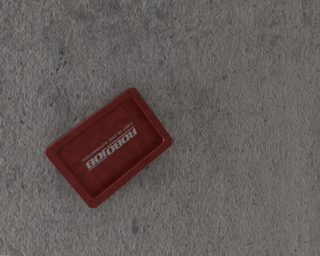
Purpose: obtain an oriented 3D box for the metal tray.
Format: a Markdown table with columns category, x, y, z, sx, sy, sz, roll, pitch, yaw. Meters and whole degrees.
| category | x | y | z | sx | sy | sz | roll | pitch | yaw |
| --- | --- | --- | --- | --- | --- | --- | --- | --- | --- |
| metal tray | -0.060 | 0.022 | 0.383 | 0.130 | 0.030 | 0.090 | -39 | 103 | -16 |
